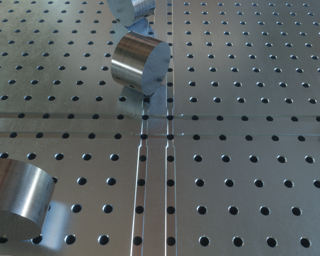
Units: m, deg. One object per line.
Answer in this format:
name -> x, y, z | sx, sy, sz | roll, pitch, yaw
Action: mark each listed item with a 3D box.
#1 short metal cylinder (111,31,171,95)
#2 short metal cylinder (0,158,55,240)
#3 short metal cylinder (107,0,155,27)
short metal cylinder -> -0.026, -0.094, 0.450 | 0.050, 0.080, 0.080 | 25, 54, 19
short metal cylinder -> -0.153, 0.073, 0.309 | 0.080, 0.080, 0.050 | 2, 50, 2
short metal cylinder -> -0.054, -0.235, 0.569 | 0.050, 0.080, 0.080 | -37, 59, -27
